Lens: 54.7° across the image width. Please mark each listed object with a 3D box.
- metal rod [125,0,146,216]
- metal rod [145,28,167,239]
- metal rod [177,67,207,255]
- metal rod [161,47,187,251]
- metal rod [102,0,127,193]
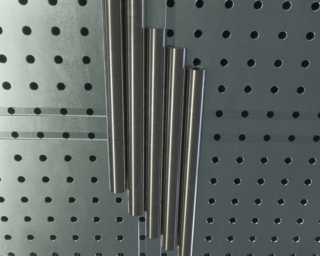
[{"bbox_3d":[-0.031,-0.017,0.406,0.025,0.025,0.298,1,110,-1],"label":"metal rod"},{"bbox_3d":[-0.007,0.021,0.420,0.025,0.025,0.298,1,110,-1],"label":"metal rod"},{"bbox_3d":[0.043,0.066,0.437,0.025,0.025,0.298,1,110,-1],"label":"metal rod"},{"bbox_3d":[0.018,0.042,0.428,0.025,0.025,0.298,1,110,-1],"label":"metal rod"},{"bbox_3d":[-0.057,-0.053,0.393,0.025,0.025,0.298,1,110,-1],"label":"metal rod"}]
